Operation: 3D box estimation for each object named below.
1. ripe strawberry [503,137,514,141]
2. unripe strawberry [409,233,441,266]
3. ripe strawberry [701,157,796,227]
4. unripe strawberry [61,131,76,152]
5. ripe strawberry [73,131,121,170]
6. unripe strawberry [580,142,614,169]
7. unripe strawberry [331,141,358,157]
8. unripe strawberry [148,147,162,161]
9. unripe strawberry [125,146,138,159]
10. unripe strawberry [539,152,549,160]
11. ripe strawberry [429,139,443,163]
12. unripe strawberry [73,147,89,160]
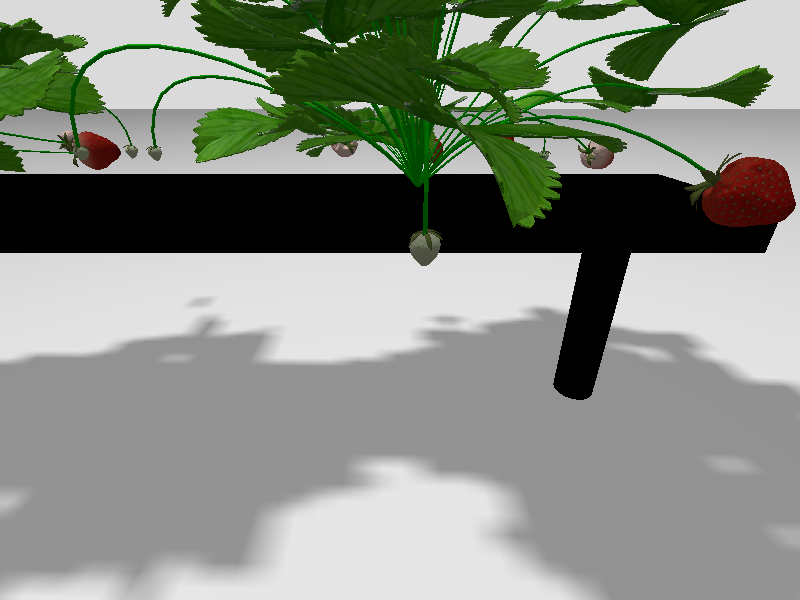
[{"bbox_3d":[0.124,-0.197,0.500,0.038,0.040,0.041,15,25,27],"label":"ripe strawberry"},{"bbox_3d":[0.010,-0.021,0.169,0.013,0.014,0.014,1,27,1],"label":"unripe strawberry"},{"bbox_3d":[0.194,-0.057,0.222,0.040,0.039,0.044,35,39,20],"label":"ripe strawberry"},{"bbox_3d":[-0.447,-0.217,0.548,0.025,0.028,0.027,-1,26,-3],"label":"unripe strawberry"},{"bbox_3d":[-0.322,-0.160,0.428,0.039,0.038,0.036,-22,34,-37],"label":"ripe strawberry"},{"bbox_3d":[0.206,-0.150,0.414,0.033,0.029,0.033,-4,26,-26],"label":"unripe strawberry"},{"bbox_3d":[-0.070,-0.193,0.498,0.033,0.029,0.030,-12,19,-22],"label":"unripe strawberry"},{"bbox_3d":[-0.220,-0.131,0.360,0.011,0.011,0.010,3,27,7],"label":"unripe strawberry"},{"bbox_3d":[-0.319,-0.176,0.476,0.013,0.014,0.014,19,32,32],"label":"unripe strawberry"},{"bbox_3d":[0.151,-0.150,0.421,0.010,0.011,0.011,-17,32,-30],"label":"unripe strawberry"},{"bbox_3d":[0.037,-0.175,0.469,0.027,0.028,0.029,4,27,8],"label":"ripe strawberry"},{"bbox_3d":[-0.253,-0.116,0.318,0.010,0.010,0.011,-1,27,-3],"label":"unripe strawberry"}]
